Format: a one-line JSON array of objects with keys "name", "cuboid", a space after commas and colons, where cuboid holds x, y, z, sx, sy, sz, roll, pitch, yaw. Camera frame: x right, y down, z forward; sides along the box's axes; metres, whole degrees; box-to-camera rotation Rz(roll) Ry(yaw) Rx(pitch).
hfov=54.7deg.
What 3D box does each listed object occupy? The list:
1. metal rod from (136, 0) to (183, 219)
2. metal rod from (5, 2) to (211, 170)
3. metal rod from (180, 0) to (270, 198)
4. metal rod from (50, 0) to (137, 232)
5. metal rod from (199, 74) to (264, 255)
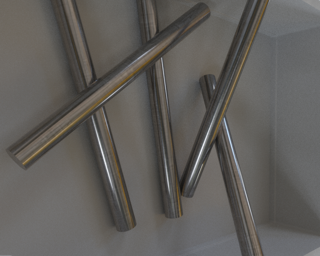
[{"name": "metal rod", "cuboid": [0.000, -0.029, 0.406, 0.025, 0.025, 0.298, -13, 98, -39]}, {"name": "metal rod", "cuboid": [-0.033, -0.065, 0.344, 0.301, 0.025, 0.025, -46, 118, -30]}, {"name": "metal rod", "cuboid": [0.081, -0.044, 0.398, 0.025, 0.025, 0.298, 5, 111, -40]}, {"name": "metal rod", "cuboid": [-0.074, -0.024, 0.343, 0.025, 0.025, 0.298, -22, 104, -38]}, {"name": "metal rod", "cuboid": [0.094, 0.059, 0.404, 0.025, 0.025, 0.299, 13, 56, -39]}]
